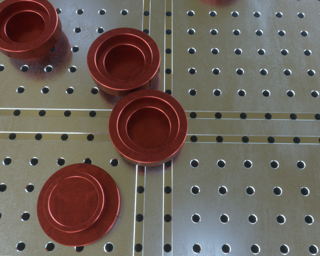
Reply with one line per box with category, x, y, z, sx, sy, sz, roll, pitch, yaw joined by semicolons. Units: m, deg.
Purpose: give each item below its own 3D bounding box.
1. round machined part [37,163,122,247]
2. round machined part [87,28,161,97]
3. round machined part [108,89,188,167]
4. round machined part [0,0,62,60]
round machined part;-0.097;0.089;0.369;0.099;0.042;0.098;0;70;0
round machined part;-0.049;-0.088;0.434;0.099;0.042;0.098;0;70;-1
round machined part;-0.014;0.002;0.402;0.099;0.042;0.098;0;70;-1
round machined part;-0.193;-0.141;0.452;0.099;0.042;0.098;0;70;-1
